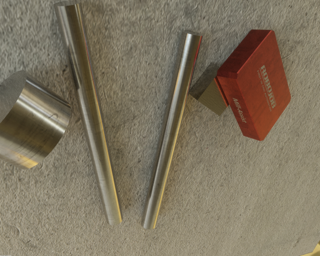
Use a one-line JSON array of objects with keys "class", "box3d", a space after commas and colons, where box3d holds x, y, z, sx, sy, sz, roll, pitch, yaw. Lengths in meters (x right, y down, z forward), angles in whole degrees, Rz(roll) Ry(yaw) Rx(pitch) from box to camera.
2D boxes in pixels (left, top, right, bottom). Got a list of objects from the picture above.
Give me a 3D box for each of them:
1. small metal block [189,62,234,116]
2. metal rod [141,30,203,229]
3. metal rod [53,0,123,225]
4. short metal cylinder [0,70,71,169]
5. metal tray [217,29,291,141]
[{"class": "small metal block", "box3d": [0.075, -0.051, 0.416, 0.050, 0.025, 0.050, 30, 102, -38]}, {"class": "metal rod", "box3d": [0.010, 0.021, 0.424, 0.025, 0.025, 0.298, -3, 120, -27]}, {"class": "metal rod", "box3d": [-0.076, 0.008, 0.369, 0.025, 0.025, 0.298, -17, 126, -19]}, {"class": "short metal cylinder", "box3d": [-0.132, -0.008, 0.294, 0.080, 0.080, 0.050, -46, 129, 3]}, {"class": "metal tray", "box3d": [0.134, -0.056, 0.424, 0.090, 0.030, 0.130, -50, 132, -18]}]
